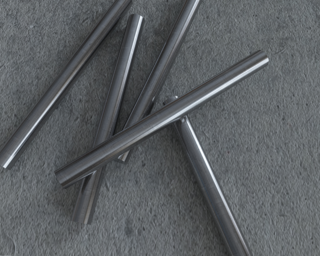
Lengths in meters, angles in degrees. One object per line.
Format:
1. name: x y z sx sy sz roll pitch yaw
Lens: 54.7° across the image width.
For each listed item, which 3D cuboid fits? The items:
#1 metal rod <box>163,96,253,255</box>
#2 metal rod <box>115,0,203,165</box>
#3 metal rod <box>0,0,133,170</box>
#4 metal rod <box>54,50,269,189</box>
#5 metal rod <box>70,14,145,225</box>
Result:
1. metal rod: 0.071 0.094 0.374 0.025 0.025 0.299 -20 71 -8
2. metal rod: 0.004 -0.089 0.440 0.025 0.025 0.300 21 71 7
3. metal rod: -0.126 -0.076 0.434 0.025 0.025 0.300 28 72 9
4. metal rod: 0.011 -0.017 0.386 0.301 0.025 0.025 -31 73 -11
5. metal rod: -0.064 -0.026 0.416 0.025 0.025 0.299 11 70 3
